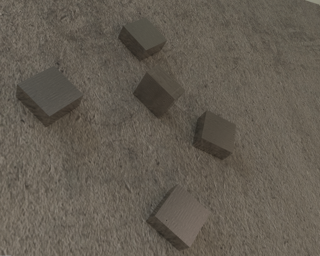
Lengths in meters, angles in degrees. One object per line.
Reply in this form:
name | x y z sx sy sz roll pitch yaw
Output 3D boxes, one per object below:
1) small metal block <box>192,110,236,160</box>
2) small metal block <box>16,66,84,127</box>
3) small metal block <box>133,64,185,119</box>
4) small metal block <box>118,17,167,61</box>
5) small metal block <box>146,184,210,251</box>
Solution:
small metal block | 0.078 0.010 0.439 0.050 0.025 0.050 26 53 -13
small metal block | -0.127 -0.037 0.358 0.050 0.025 0.050 45 51 3
small metal block | -0.002 -0.048 0.416 0.050 0.050 0.025 45 51 3
small metal block | -0.026 -0.136 0.472 0.050 0.025 0.050 48 51 6
small metal block | 0.021 0.101 0.353 0.050 0.025 0.050 42 51 1
